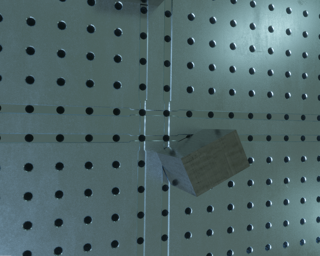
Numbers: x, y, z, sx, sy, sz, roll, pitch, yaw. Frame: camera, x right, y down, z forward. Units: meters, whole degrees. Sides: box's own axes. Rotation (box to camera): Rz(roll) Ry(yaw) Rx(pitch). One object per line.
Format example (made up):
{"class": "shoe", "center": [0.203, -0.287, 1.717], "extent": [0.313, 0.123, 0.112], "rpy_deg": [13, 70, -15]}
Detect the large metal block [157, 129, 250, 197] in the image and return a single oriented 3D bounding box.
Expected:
{"class": "large metal block", "center": [0.054, 0.041, 0.405], "extent": [0.081, 0.080, 0.050], "rpy_deg": [-25, 99, -19]}

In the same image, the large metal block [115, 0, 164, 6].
{"class": "large metal block", "center": [-0.031, -0.207, 0.388], "extent": [0.081, 0.050, 0.079], "rpy_deg": [-1, 90, -21]}
